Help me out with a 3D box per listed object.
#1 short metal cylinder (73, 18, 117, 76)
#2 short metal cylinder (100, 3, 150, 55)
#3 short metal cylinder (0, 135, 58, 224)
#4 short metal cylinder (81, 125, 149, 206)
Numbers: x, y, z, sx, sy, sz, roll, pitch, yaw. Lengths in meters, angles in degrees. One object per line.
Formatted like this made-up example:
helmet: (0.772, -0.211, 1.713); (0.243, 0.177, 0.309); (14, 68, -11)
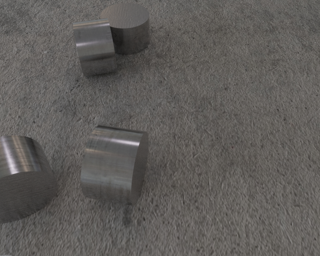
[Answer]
short metal cylinder: (-0.097, -0.122, 0.469); (0.050, 0.080, 0.080); (-11, 51, -9)
short metal cylinder: (-0.058, -0.170, 0.529); (0.081, 0.050, 0.080); (0, 50, 0)
short metal cylinder: (-0.155, 0.054, 0.321); (0.081, 0.080, 0.050); (-24, 54, -19)
short metal cylinder: (-0.045, 0.039, 0.334); (0.050, 0.080, 0.080); (8, 51, 7)
